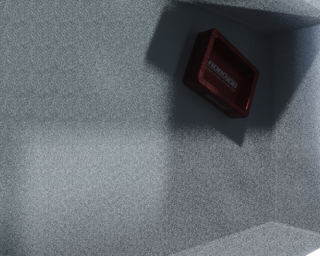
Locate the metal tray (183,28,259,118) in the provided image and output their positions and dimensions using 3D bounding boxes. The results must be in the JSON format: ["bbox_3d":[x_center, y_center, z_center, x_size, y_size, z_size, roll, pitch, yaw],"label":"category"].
[{"bbox_3d":[0.100,-0.081,0.485,0.131,0.030,0.090,30,72,-36],"label":"metal tray"}]
